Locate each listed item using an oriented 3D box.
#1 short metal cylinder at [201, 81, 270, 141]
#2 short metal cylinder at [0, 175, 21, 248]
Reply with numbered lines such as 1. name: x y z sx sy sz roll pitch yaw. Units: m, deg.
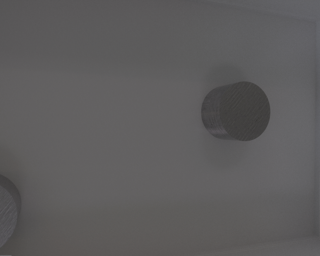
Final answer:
1. short metal cylinder: 0.106 -0.022 0.436 0.081 0.050 0.080 0 90 -20
2. short metal cylinder: -0.192 0.089 0.326 0.081 0.050 0.080 0 90 -20
